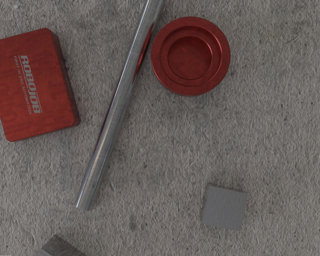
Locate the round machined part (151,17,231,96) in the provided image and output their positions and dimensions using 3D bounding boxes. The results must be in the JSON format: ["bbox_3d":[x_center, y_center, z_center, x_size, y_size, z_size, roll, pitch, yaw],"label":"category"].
[{"bbox_3d":[0.038,-0.089,0.402,0.099,0.042,0.097,0,90,0],"label":"round machined part"}]

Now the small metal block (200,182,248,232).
[{"bbox_3d":[0.084,0.104,0.411,0.050,0.025,0.050,12,90,0],"label":"small metal block"}]

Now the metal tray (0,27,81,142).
[{"bbox_3d":[-0.167,-0.055,0.406,0.090,0.030,0.129,-15,90,0],"label":"metal tray"}]

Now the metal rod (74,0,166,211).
[{"bbox_3d":[-0.052,-0.037,0.409,0.025,0.025,0.299,19,90,0],"label":"metal rod"}]

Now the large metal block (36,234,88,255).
[{"bbox_3d":[-0.132,0.200,0.397,0.080,0.050,0.080,35,90,0],"label":"large metal block"}]
